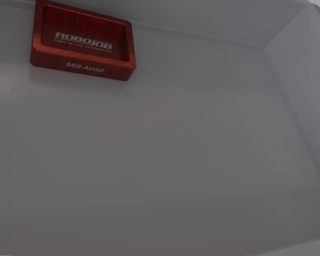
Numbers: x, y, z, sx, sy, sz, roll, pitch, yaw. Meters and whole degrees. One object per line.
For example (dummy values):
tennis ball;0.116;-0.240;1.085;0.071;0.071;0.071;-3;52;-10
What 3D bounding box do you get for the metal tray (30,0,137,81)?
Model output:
metal tray;-0.101;-0.117;0.418;0.131;0.030;0.090;6;59;-25
